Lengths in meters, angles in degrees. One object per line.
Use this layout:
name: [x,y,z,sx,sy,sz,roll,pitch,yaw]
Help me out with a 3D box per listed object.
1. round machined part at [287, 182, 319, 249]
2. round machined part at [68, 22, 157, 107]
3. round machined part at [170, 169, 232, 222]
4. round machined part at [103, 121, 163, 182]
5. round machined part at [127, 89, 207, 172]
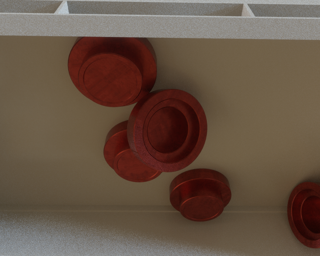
round machined part: [0.246,0.133,0.478,0.042,0.098,0.097,6,130,-15]
round machined part: [-0.053,-0.062,0.344,0.099,0.042,0.097,0,130,0]
round machined part: [0.065,0.113,0.494,0.099,0.042,0.097,0,130,0]
round machined part: [-0.029,0.038,0.430,0.099,0.042,0.097,0,130,0]
round machined part: [0.005,0.001,0.377,0.099,0.042,0.097,-4,98,-27]
